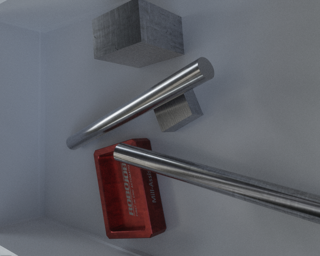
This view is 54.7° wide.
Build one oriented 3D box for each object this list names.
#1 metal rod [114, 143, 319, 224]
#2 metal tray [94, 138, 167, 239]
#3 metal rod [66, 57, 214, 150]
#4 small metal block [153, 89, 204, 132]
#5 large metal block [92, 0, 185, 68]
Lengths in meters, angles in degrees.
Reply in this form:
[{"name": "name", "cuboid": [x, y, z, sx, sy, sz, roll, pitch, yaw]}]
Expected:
[{"name": "metal rod", "cuboid": [0.072, 0.058, 0.325, 0.300, 0.025, 0.025, 12, 98, 32]}, {"name": "metal tray", "cuboid": [-0.045, 0.086, 0.438, 0.090, 0.030, 0.129, -18, 79, 38]}, {"name": "metal rod", "cuboid": [-0.050, -0.018, 0.421, 0.299, 0.025, 0.025, -24, 75, 45]}, {"name": "small metal block", "cuboid": [0.020, -0.028, 0.389, 0.050, 0.025, 0.050, -31, 71, 35]}, {"name": "large metal block", "cuboid": [-0.027, -0.114, 0.391, 0.080, 0.081, 0.050, -7, 86, 39]}]
